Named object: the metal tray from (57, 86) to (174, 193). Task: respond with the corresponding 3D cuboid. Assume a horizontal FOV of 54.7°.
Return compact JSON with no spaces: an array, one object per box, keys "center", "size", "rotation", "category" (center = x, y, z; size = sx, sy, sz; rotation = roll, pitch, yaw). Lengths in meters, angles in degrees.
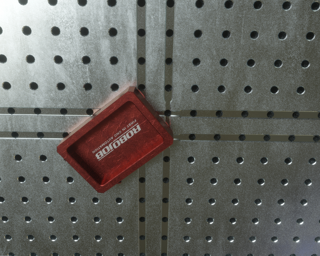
[{"center":[-0.059,0.018,0.416],"size":[0.130,0.030,0.090],"rotation":[-36,107,12],"category":"metal tray"}]
